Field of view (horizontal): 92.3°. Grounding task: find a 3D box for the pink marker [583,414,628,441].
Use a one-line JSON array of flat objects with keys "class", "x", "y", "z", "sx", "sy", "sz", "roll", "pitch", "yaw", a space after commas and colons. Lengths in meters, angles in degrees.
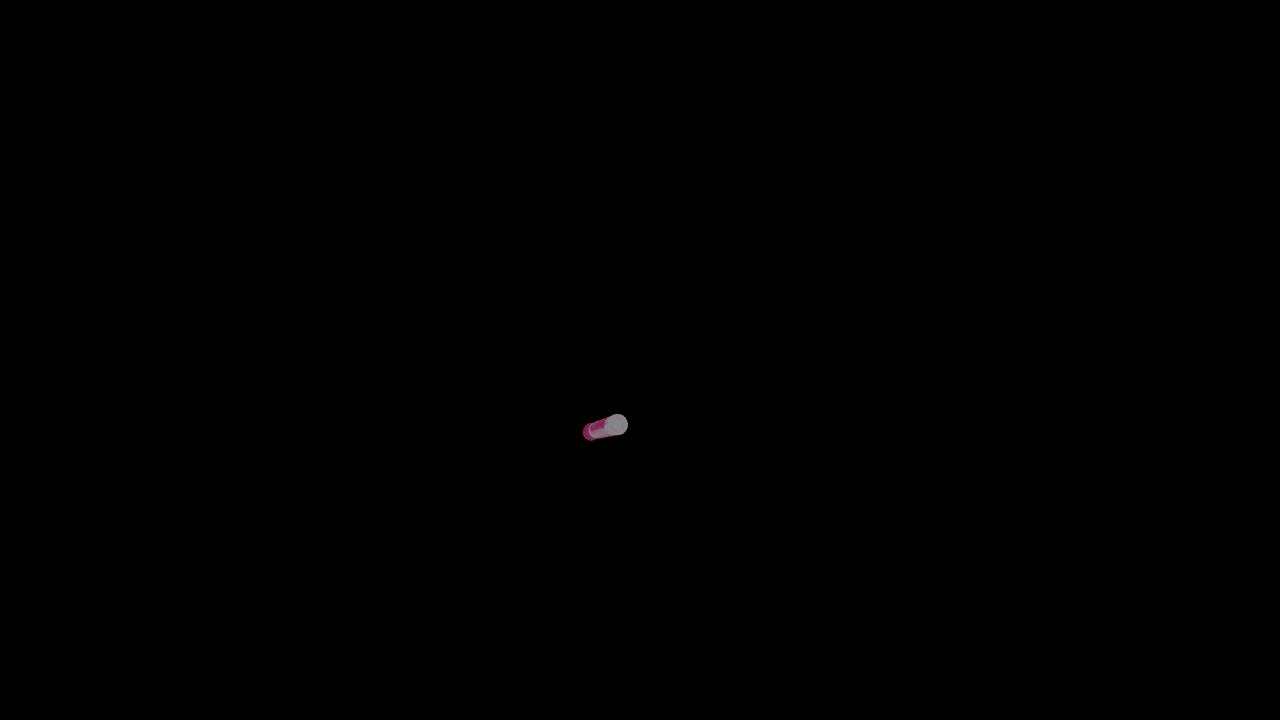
[{"class": "pink marker", "x": -0.037, "y": 0.067, "z": 0.602, "sx": 0.020, "sy": 0.020, "sz": 0.121, "roll": 0, "pitch": -10, "yaw": -17}]
